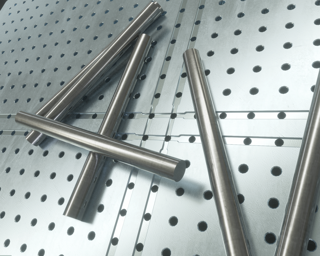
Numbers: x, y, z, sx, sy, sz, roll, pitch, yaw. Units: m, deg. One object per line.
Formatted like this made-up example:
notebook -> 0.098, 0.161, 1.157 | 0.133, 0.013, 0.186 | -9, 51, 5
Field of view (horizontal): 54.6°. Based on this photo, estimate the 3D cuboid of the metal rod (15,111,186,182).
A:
metal rod -> -0.100, 0.015, 0.418 | 0.300, 0.025, 0.025 | 14, 69, 33

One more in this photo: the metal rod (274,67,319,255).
metal rod -> 0.161, 0.009, 0.318 | 0.025, 0.025, 0.300 | 10, 66, 32

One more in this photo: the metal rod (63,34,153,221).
metal rod -> -0.068, -0.016, 0.454 | 0.025, 0.025, 0.300 | 5, 64, 30

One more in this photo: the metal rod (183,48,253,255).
metal rod -> 0.062, 0.017, 0.366 | 0.025, 0.025, 0.300 | -19, 54, 17

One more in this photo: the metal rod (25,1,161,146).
metal rod -> -0.109, -0.089, 0.509 | 0.300, 0.025, 0.025 | -48, 51, -1

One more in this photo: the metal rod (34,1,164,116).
metal rod -> -0.110, -0.107, 0.532 | 0.300, 0.025, 0.025 | -44, 51, -3
